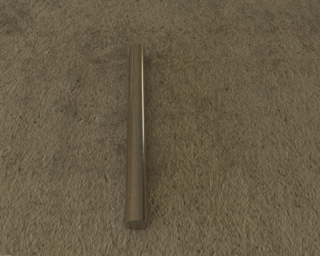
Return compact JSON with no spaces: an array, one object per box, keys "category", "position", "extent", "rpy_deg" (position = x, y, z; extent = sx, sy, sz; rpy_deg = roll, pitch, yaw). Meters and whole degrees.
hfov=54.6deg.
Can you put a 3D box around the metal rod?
[{"category":"metal rod","position":[-0.031,-0.015,0.415],"extent":[0.025,0.025,0.300],"rpy_deg":[-2,50,-2]}]
